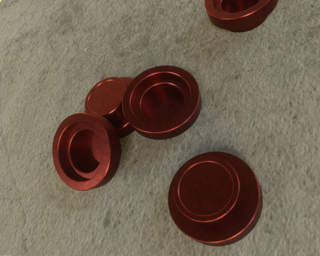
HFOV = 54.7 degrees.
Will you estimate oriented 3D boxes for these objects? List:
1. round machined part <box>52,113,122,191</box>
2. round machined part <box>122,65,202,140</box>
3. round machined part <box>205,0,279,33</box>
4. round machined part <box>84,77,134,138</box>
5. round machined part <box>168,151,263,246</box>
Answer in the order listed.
[{"bbox_3d":[-0.090,0.029,0.404,0.098,0.042,0.097,0,89,30],"label":"round machined part"},{"bbox_3d":[0.005,-0.029,0.399,0.098,0.042,0.098,-6,63,12],"label":"round machined part"},{"bbox_3d":[0.117,-0.175,0.438,0.098,0.042,0.098,-13,56,20],"label":"round machined part"},{"bbox_3d":[-0.069,-0.035,0.449,0.098,0.042,0.098,-13,56,20],"label":"round machined part"},{"bbox_3d":[0.053,0.068,0.323,0.098,0.042,0.098,-13,56,20],"label":"round machined part"}]
